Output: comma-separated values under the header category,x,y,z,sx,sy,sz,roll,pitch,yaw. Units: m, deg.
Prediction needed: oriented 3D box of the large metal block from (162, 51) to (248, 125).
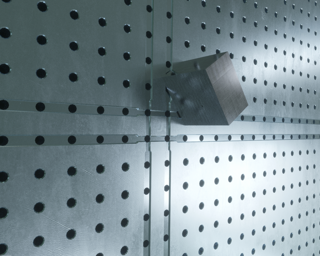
category,x,y,z,sx,sy,sz,roll,pitch,yaw
large metal block,0.061,-0.050,0.423,0.050,0.080,0.080,-41,115,-32
